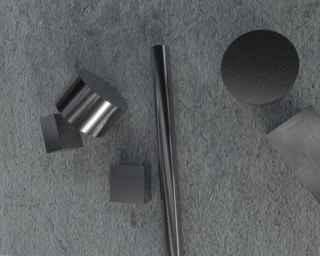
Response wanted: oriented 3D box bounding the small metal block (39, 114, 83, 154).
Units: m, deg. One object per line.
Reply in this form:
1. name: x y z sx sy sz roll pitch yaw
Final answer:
1. small metal block: -0.140 0.008 0.444 0.025 0.050 0.050 -16 85 19

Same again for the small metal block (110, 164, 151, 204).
1. small metal block: -0.040 0.074 0.422 0.050 0.025 0.050 0 90 19

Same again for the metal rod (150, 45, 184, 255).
1. metal rod: 0.010 0.043 0.404 0.025 0.025 0.298 -4 89 19

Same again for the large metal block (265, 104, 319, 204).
1. large metal block: 0.158 0.024 0.324 0.050 0.080 0.080 -39 78 16

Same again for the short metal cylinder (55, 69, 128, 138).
1. short metal cylinder: -0.089 -0.033 0.410 0.080 0.080 0.050 45 104 14

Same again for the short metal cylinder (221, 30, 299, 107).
1. short metal cylinder: 0.114 -0.066 0.355 0.080 0.050 0.079 0 90 19
